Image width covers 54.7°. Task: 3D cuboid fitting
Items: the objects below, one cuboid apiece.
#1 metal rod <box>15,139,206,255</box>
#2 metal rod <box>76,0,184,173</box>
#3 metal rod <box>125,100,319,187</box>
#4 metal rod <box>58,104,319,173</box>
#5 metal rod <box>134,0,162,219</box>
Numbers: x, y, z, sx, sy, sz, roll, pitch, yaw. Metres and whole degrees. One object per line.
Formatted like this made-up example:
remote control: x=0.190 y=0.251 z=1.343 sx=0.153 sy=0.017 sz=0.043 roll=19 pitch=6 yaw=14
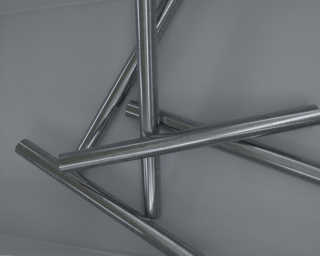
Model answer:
metal rod: x=-0.073 y=0.098 z=0.411 sx=0.301 sy=0.025 sz=0.025 roll=29 pitch=100 yaw=15
metal rod: x=-0.057 y=-0.049 z=0.430 sx=0.025 sy=0.025 sz=0.299 roll=35 pitch=101 yaw=16
metal rod: x=0.093 y=0.022 z=0.377 sx=0.301 sy=0.025 sz=0.025 roll=20 pitch=97 yaw=18
metal rod: x=0.029 y=0.014 z=0.363 sx=0.301 sy=0.025 sz=0.025 roll=-11 pitch=86 yaw=5
metal rod: x=-0.014 y=-0.029 z=0.383 sx=0.025 sy=0.025 sz=0.298 roll=3 pitch=103 yaw=20
